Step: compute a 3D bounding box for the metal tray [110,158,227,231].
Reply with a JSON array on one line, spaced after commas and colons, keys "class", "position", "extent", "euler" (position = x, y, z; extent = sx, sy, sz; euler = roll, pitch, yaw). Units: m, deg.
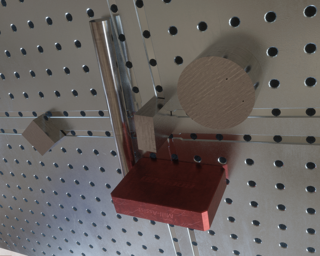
[{"class": "metal tray", "position": [0.013, 0.082, 0.411], "extent": [0.130, 0.090, 0.030], "euler": [4, 120, 26]}]

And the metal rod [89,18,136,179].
[{"class": "metal rod", "position": [-0.055, 0.002, 0.439], "extent": [0.025, 0.025, 0.298], "euler": [7, 122, 24]}]

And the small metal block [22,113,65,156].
[{"class": "small metal block", "position": [-0.196, 0.012, 0.519], "extent": [0.050, 0.025, 0.050], "euler": [48, 128, -6]}]

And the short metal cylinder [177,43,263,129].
[{"class": "short metal cylinder", "position": [0.065, -0.045, 0.332], "extent": [0.080, 0.050, 0.079], "euler": [13, 124, 20]}]

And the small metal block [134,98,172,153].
[{"class": "small metal block", "position": [-0.007, -0.005, 0.395], "extent": [0.025, 0.050, 0.050], "euler": [9, 122, 23]}]
